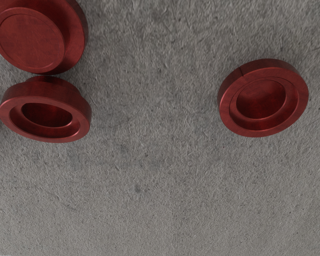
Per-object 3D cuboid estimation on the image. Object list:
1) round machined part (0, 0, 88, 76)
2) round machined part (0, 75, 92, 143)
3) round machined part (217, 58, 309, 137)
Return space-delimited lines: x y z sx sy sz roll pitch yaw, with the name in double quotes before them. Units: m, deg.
"round machined part" -0.126 -0.095 0.314 0.099 0.042 0.097 0 130 0
"round machined part" -0.130 -0.024 0.362 0.099 0.042 0.098 0 148 0
"round machined part" 0.116 -0.038 0.364 0.099 0.042 0.097 0 130 0
